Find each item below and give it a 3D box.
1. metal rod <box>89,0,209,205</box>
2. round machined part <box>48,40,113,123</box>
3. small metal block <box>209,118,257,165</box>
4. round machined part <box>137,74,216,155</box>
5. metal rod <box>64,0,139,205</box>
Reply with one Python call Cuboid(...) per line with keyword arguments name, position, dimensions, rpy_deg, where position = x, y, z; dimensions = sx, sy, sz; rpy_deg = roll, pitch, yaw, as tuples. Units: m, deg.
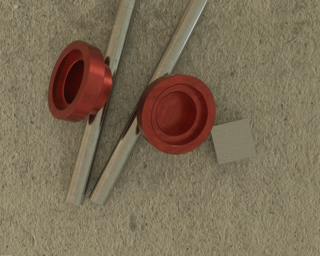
Cuboid(name="metal rod", position=(-0.015, -0.037, 0.409), dimensions=(0.025, 0.025, 0.299), rpy_deg=(27, 90, 0))
Cuboid(name="round machined part", position=(-0.096, -0.054, 0.383), dimensions=(0.042, 0.098, 0.097), rpy_deg=(15, 90, -43))
Cuboid(name="small metal block", position=(0.094, 0.017, 0.411), dimensions=(0.050, 0.025, 0.050), rpy_deg=(-13, 90, 0))
Cuboid(name="round machined part", position=(0.017, -0.019, 0.389), dimensions=(0.099, 0.042, 0.097), rpy_deg=(-5, 104, -23))
Cuboid(name="metal rod", position=(-0.074, -0.047, 0.409), dimensions=(0.025, 0.025, 0.298), rpy_deg=(15, 90, 0))
